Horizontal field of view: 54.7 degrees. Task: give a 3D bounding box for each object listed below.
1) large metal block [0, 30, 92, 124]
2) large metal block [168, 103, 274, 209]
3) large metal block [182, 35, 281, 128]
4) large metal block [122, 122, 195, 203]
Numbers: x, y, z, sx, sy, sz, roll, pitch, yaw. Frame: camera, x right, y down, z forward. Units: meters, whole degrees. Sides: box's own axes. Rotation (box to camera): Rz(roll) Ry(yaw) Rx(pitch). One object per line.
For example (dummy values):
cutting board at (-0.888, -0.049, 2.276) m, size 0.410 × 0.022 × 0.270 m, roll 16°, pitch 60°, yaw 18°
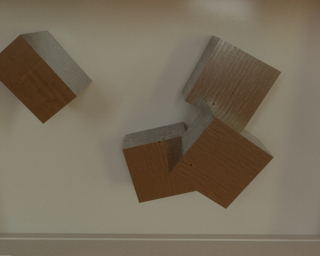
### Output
large metal block at (-0.132, -0.062, 0.357) m, size 0.050 × 0.080 × 0.080 m, roll -37°, pitch 106°, yaw 12°
large metal block at (0.066, 0.032, 0.357) m, size 0.080 × 0.050 × 0.080 m, roll 33°, pitch 106°, yaw -12°
large metal block at (0.083, -0.056, 0.379) m, size 0.080 × 0.050 × 0.080 m, roll 26°, pitch 108°, yaw -10°
large metal block at (0.002, 0.045, 0.415) m, size 0.080 × 0.050 × 0.080 m, roll -13°, pitch 110°, yaw 4°
